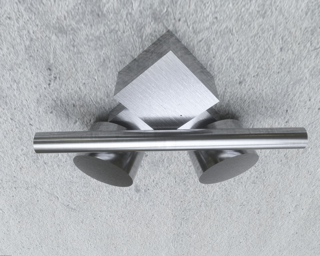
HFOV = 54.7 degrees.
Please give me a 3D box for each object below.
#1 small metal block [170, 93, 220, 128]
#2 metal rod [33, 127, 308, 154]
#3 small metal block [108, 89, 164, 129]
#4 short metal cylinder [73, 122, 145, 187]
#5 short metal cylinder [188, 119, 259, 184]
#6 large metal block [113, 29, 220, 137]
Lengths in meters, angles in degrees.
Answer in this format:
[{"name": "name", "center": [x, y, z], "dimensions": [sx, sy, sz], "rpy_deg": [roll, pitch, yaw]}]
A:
[{"name": "small metal block", "center": [0.043, -0.012, 0.398], "dimensions": [0.050, 0.025, 0.050], "rpy_deg": [-36, 122, 26]}, {"name": "metal rod", "center": [0.011, 0.014, 0.353], "dimensions": [0.302, 0.025, 0.025], "rpy_deg": [-1, 130, 0]}, {"name": "small metal block", "center": [-0.030, -0.014, 0.397], "dimensions": [0.050, 0.025, 0.050], "rpy_deg": [-36, 122, 25]}, {"name": "short metal cylinder", "center": [-0.064, 0.036, 0.403], "dimensions": [0.080, 0.050, 0.080], "rpy_deg": [15, 149, 10]}, {"name": "short metal cylinder", "center": [0.079, 0.032, 0.402], "dimensions": [0.081, 0.050, 0.080], "rpy_deg": [-15, 150, -9]}, {"name": "large metal block", "center": [0.007, -0.047, 0.350], "dimensions": [0.080, 0.050, 0.080], "rpy_deg": [-35, 122, 25]}]
